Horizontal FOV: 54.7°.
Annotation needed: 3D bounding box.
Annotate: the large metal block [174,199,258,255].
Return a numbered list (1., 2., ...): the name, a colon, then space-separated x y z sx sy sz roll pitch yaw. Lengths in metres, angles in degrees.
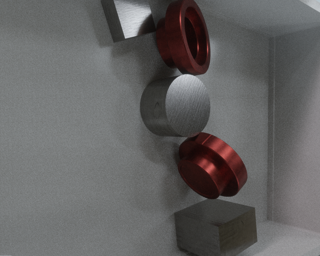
1. large metal block: 0.079 0.141 0.440 0.081 0.080 0.050 -10 97 -40

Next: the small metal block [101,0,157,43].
1. small metal block: -0.037 -0.136 0.377 0.050 0.025 0.050 -27 107 -37

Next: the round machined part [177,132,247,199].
1. round machined part: 0.063 0.056 0.414 0.042 0.098 0.098 -42 116 -28

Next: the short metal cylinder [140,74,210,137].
1. short metal cylinder: 0.021 -0.028 0.410 0.081 0.050 0.079 0 90 -40

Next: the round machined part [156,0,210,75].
1. round machined part: 0.029 -0.116 0.408 0.098 0.042 0.098 20 67 -58
